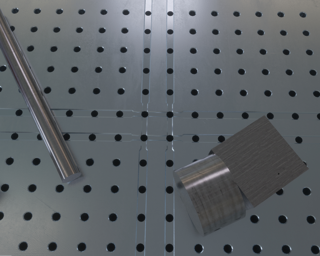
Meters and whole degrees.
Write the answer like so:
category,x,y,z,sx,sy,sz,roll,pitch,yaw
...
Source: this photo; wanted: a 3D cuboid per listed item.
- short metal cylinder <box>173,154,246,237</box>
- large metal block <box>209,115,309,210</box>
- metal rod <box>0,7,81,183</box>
category,x,y,z,sx,sy,sz,roll,pitch,yaw
short metal cylinder,0.054,0.076,0.355,0.050,0.080,0.080,-23,72,-8
large metal block,0.116,0.044,0.383,0.080,0.050,0.080,-31,73,-11
metal rod,-0.184,-0.060,0.432,0.025,0.025,0.299,-28,73,-10
